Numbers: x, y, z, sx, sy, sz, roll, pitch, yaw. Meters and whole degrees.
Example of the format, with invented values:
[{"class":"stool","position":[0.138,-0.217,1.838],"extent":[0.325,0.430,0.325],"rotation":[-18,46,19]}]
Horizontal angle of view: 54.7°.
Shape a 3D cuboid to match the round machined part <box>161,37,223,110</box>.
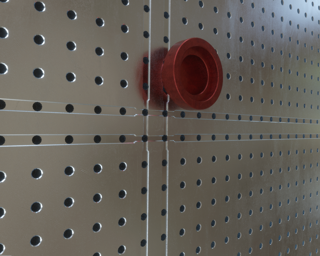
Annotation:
[{"class":"round machined part","position":[0.041,-0.074,0.435],"extent":[0.099,0.042,0.097],"rotation":[0,90,-40]}]
